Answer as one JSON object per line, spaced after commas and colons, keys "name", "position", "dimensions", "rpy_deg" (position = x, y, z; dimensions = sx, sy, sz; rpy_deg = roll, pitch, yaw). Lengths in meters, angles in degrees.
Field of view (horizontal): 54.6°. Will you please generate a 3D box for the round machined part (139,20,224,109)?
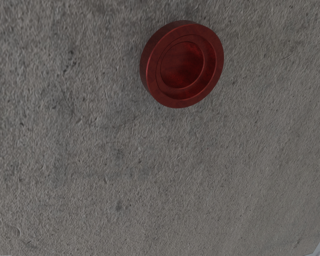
{"name": "round machined part", "position": [0.022, -0.075, 0.360], "dimensions": [0.099, 0.042, 0.097], "rpy_deg": [-14, 124, -21]}
